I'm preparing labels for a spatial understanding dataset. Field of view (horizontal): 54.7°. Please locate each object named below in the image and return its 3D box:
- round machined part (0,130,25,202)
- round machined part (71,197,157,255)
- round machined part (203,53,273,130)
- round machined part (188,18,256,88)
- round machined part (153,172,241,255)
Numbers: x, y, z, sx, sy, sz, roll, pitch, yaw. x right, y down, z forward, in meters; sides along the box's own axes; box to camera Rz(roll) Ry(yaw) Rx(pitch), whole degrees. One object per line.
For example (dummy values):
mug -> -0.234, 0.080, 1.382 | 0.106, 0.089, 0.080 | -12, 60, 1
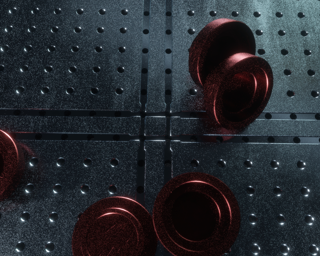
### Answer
round machined part -> -0.216, 0.050, 0.382 | 0.099, 0.042, 0.098 | 0, 70, -1
round machined part -> -0.052, 0.128, 0.355 | 0.099, 0.042, 0.098 | 0, 70, -1
round machined part -> 0.096, -0.050, 0.403 | 0.098, 0.098, 0.042 | -36, 39, -12
round machined part -> 0.078, -0.098, 0.420 | 0.098, 0.098, 0.042 | -36, 39, -12
round machined part -> 0.041, 0.104, 0.365 | 0.099, 0.042, 0.098 | 1, 70, -1
